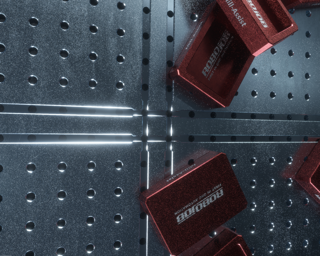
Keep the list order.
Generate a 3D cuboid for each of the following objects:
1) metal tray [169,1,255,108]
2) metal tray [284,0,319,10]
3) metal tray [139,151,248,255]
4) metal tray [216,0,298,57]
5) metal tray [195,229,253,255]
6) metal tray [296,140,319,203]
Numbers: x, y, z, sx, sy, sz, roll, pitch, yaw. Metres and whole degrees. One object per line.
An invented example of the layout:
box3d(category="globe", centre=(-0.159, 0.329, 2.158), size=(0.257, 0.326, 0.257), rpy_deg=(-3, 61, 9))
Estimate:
box3d(category="metal tray", centre=(0.083, -0.104, 0.439), size=(0.090, 0.030, 0.130), rpy_deg=(32, 79, -17))
box3d(category="metal tray", centre=(0.259, -0.247, 0.504), size=(0.131, 0.030, 0.090), rpy_deg=(-13, 94, -20))
box3d(category="metal tray", centre=(0.048, 0.100, 0.428), size=(0.131, 0.030, 0.090), rpy_deg=(-28, 99, -18))
box3d(category="metal tray", centre=(0.126, -0.171, 0.426), size=(0.091, 0.030, 0.130), rpy_deg=(-33, 89, -38))
box3d(category="metal tray", centre=(0.104, 0.226, 0.448), size=(0.090, 0.030, 0.130), rpy_deg=(-34, 101, -17))
box3d(category="metal tray", centre=(0.298, 0.089, 0.519), size=(0.130, 0.030, 0.090), rpy_deg=(42, 77, -15))
